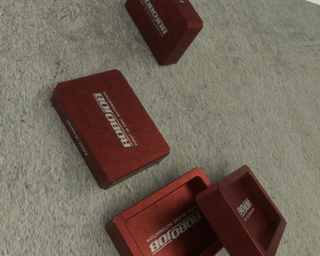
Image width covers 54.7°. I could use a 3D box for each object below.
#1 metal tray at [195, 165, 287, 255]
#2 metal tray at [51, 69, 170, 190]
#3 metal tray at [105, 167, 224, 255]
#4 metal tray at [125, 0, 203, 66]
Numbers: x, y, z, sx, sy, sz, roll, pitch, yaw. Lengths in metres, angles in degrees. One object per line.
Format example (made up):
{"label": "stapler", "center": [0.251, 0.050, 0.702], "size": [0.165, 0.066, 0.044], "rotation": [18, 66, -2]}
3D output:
{"label": "metal tray", "center": [0.099, 0.096, 0.356], "size": [0.090, 0.030, 0.131], "rotation": [58, 25, 14]}
{"label": "metal tray", "center": [-0.059, -0.004, 0.371], "size": [0.091, 0.030, 0.130], "rotation": [-23, 74, -36]}
{"label": "metal tray", "center": [0.018, 0.110, 0.342], "size": [0.131, 0.030, 0.090], "rotation": [-24, 75, -36]}
{"label": "metal tray", "center": [0.001, -0.172, 0.467], "size": [0.030, 0.090, 0.130], "rotation": [-18, 71, -35]}
